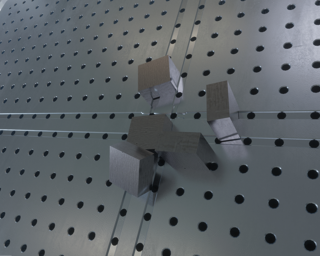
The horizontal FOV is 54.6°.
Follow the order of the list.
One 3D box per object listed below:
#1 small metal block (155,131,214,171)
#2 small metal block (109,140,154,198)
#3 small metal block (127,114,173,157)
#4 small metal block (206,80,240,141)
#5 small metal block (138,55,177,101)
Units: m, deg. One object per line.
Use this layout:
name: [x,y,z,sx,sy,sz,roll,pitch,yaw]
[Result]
small metal block: [0.030,0.027,0.361,0.050,0.050,0.025,2,63,29]
small metal block: [-0.036,0.049,0.380,0.050,0.025,0.050,20,116,35]
small metal block: [-0.014,0.011,0.410,0.050,0.025,0.050,-4,60,26]
small metal block: [0.075,-0.019,0.365,0.025,0.050,0.050,-10,57,23]
small metal block: [-0.004,-0.074,0.457,0.050,0.025,0.050,-15,55,19]
